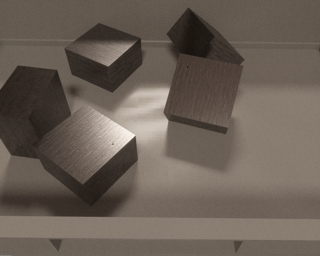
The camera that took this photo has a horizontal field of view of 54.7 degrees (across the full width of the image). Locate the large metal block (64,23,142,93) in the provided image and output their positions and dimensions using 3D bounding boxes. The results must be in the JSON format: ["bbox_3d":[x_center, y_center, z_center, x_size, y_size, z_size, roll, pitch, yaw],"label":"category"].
[{"bbox_3d":[-0.085,-0.111,0.481,0.080,0.050,0.080,25,54,19],"label":"large metal block"}]

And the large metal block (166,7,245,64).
[{"bbox_3d":[0.068,-0.122,0.466,0.080,0.050,0.080,18,34,-45],"label":"large metal block"}]

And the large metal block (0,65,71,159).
[{"bbox_3d":[-0.156,-0.018,0.383,0.050,0.080,0.080,7,50,6],"label":"large metal block"}]

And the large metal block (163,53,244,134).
[{"bbox_3d":[0.057,-0.043,0.404,0.080,0.050,0.080,14,82,11],"label":"large metal block"}]

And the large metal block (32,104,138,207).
[{"bbox_3d":[-0.084,0.029,0.363,0.080,0.050,0.080,31,56,23],"label":"large metal block"}]
